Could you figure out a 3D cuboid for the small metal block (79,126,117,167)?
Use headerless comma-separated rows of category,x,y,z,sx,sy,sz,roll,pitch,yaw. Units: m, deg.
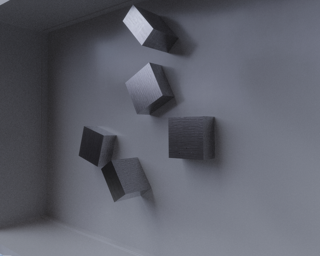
small metal block,-0.099,0.028,0.489,0.050,0.025,0.050,21,103,38

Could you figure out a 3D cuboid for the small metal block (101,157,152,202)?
small metal block,-0.046,0.070,0.429,0.025,0.050,0.050,-40,66,33

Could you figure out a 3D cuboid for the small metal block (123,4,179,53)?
small metal block,-0.012,-0.127,0.400,0.025,0.050,0.050,-50,61,29

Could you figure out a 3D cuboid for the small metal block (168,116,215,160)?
small metal block,0.038,0.012,0.376,0.050,0.025,0.050,-1,89,40

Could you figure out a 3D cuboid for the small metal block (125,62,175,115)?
small metal block,-0.014,-0.052,0.419,0.050,0.025,0.050,-34,69,35
